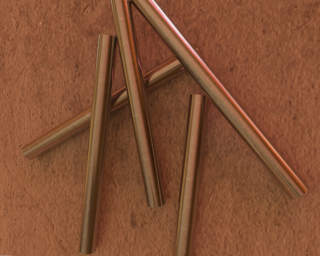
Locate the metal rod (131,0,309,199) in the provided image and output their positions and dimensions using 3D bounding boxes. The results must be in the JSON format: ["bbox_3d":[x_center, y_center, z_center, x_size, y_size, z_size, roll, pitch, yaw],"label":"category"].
[{"bbox_3d":[0.067,-0.044,0.365,0.025,0.025,0.300,-40,85,15],"label":"metal rod"}]

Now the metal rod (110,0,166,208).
[{"bbox_3d":[-0.030,-0.045,0.392,0.025,0.025,0.298,-7,97,19],"label":"metal rod"}]

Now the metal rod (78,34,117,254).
[{"bbox_3d":[-0.085,0.029,0.418,0.025,0.025,0.298,11,101,19],"label":"metal rod"}]

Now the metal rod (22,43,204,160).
[{"bbox_3d":[-0.076,-0.029,0.434,0.300,0.025,0.025,-28,81,17],"label":"metal rod"}]

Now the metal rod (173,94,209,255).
[{"bbox_3d":[0.035,0.107,0.396,0.025,0.025,0.298,6,92,19],"label":"metal rod"}]
